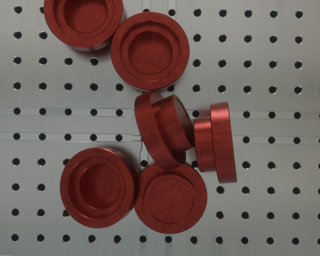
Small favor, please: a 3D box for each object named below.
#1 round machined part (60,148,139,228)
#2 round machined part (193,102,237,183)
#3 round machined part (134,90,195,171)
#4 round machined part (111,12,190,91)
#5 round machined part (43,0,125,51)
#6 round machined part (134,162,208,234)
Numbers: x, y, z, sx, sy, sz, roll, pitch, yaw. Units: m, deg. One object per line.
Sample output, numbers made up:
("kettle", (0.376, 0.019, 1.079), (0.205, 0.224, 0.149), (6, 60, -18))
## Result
("round machined part", (-0.073, 0.074, 0.397), (0.098, 0.042, 0.098), (-1, 87, 14))
("round machined part", (0.067, 0.019, 0.379), (0.042, 0.098, 0.097), (-7, 90, 13))
("round machined part", (0.012, -0.002, 0.374), (0.042, 0.098, 0.098), (-22, 90, 16))
("round machined part", (-0.012, -0.096, 0.405), (0.099, 0.042, 0.097), (0, 90, 0))
("round machined part", (-0.095, -0.149, 0.404), (0.099, 0.042, 0.097), (0, 90, 0))
("round machined part", (0.013, 0.091, 0.405), (0.099, 0.042, 0.097), (0, 90, 0))
